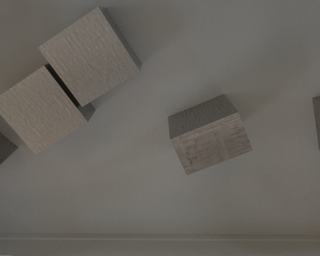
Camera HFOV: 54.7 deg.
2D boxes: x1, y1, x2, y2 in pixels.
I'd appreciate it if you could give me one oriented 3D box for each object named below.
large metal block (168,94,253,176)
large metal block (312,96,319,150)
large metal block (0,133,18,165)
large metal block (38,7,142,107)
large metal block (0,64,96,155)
[{"bbox_3d":[0.058,0.005,0.385,0.080,0.080,0.050,-22,109,7],"label":"large metal block"},{"bbox_3d":[0.239,0.003,0.387,0.050,0.080,0.080,-16,110,5],"label":"large metal block"},{"bbox_3d":[-0.243,0.029,0.389,0.050,0.080,0.080,-41,106,13],"label":"large metal block"},{"bbox_3d":[-0.078,-0.084,0.366,0.080,0.050,0.080,-30,108,10],"label":"large metal block"},{"bbox_3d":[-0.141,-0.027,0.386,0.080,0.050,0.080,-31,108,10],"label":"large metal block"}]
